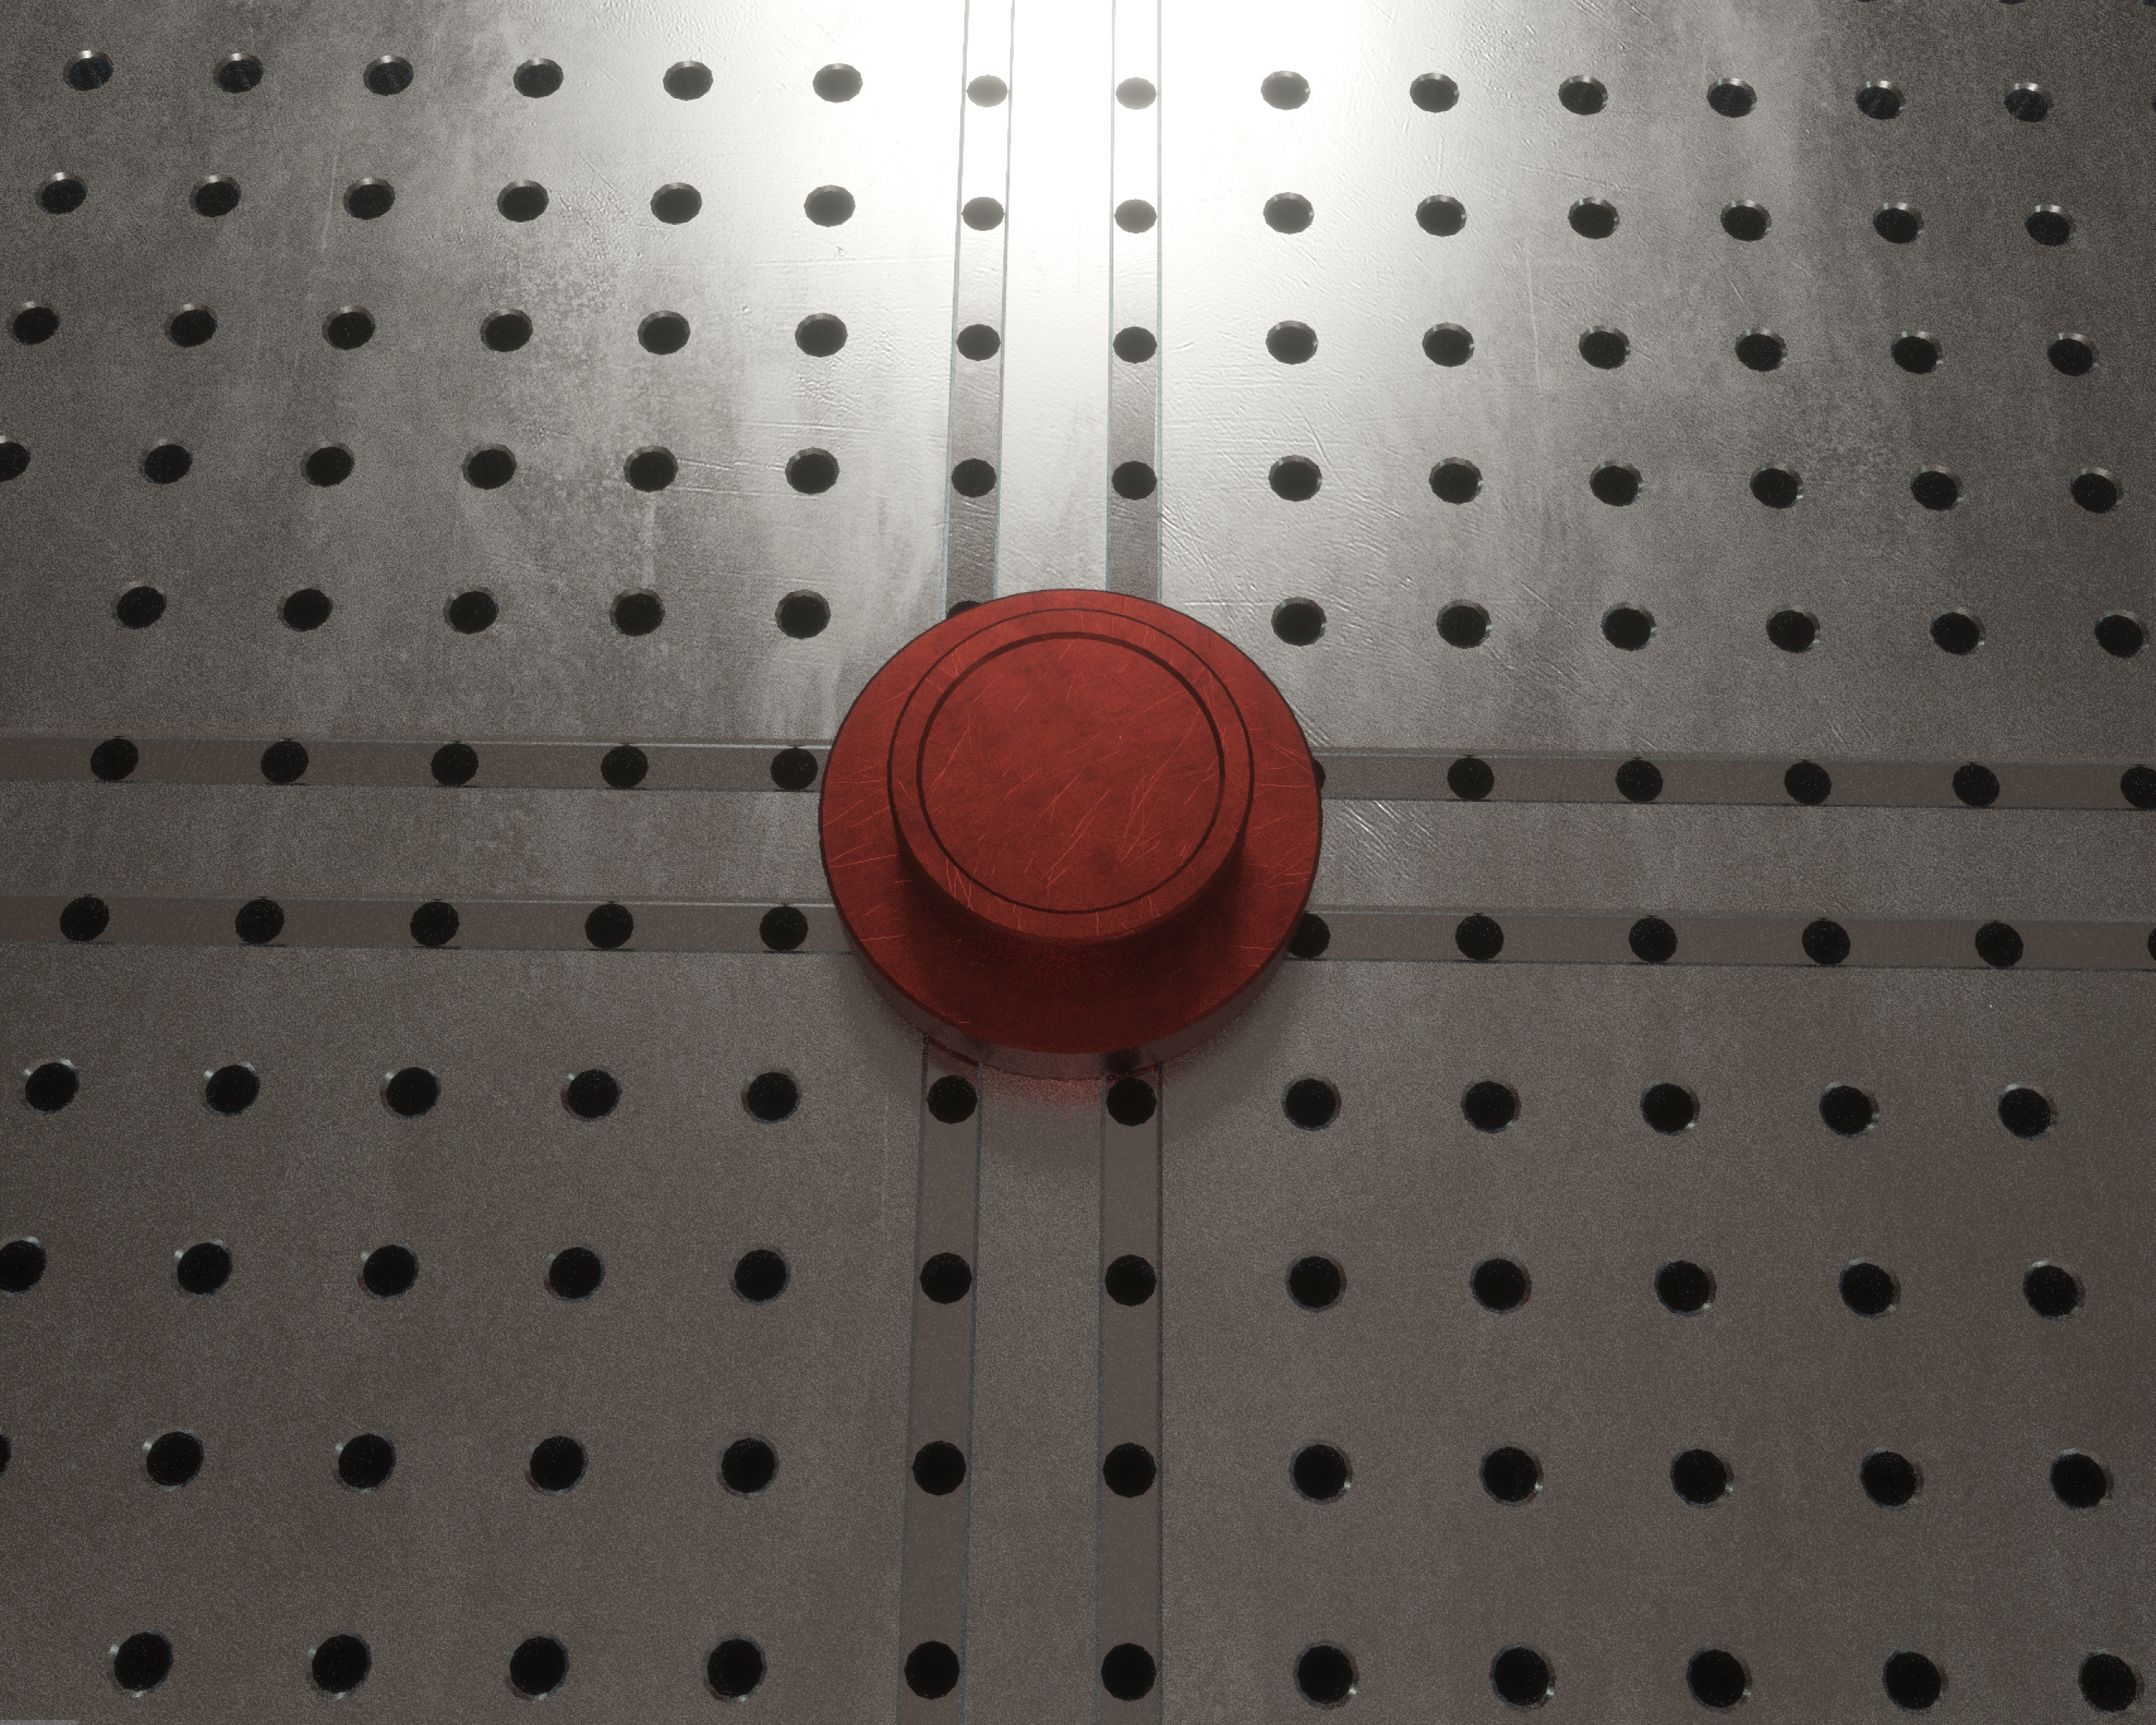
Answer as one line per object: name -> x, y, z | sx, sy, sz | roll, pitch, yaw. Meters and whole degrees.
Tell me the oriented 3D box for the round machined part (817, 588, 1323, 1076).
round machined part -> -0.001, -0.010, 0.406 | 0.099, 0.042, 0.098 | 0, 70, -1
